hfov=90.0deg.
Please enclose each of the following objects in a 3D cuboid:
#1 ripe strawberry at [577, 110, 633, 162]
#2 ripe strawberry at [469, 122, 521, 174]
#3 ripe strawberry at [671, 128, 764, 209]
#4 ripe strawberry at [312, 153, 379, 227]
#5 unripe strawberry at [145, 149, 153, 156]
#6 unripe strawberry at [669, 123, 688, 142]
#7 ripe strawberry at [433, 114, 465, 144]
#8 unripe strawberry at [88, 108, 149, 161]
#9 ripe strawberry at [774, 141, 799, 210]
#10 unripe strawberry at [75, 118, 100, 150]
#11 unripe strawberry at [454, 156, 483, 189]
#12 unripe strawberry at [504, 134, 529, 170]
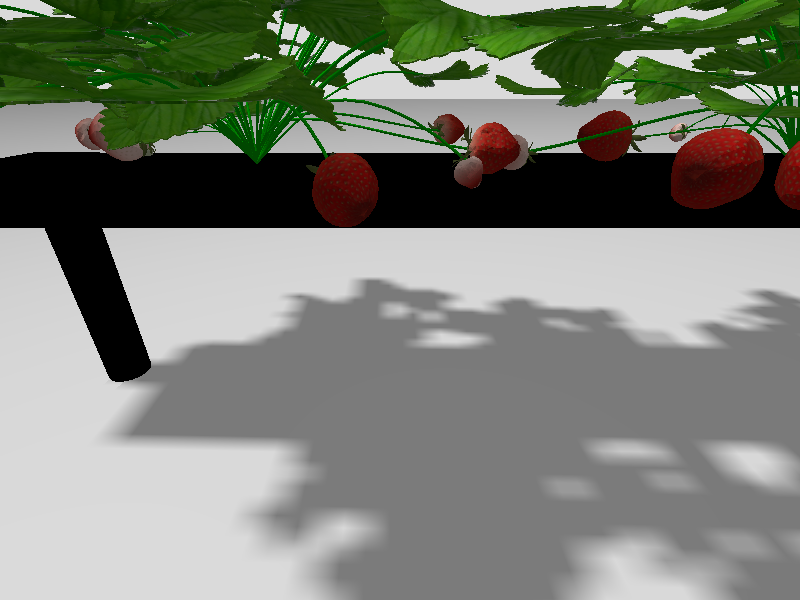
[{"bbox_3d":[0.174,-0.140,0.344,0.042,0.041,0.039,3,28,7],"label":"ripe strawberry"},{"bbox_3d":[0.066,-0.105,0.279,0.035,0.035,0.038,8,29,14],"label":"ripe strawberry"},{"bbox_3d":[0.159,-0.066,0.205,0.041,0.040,0.038,-21,35,-33],"label":"ripe strawberry"},{"bbox_3d":[-0.023,-0.048,0.180,0.030,0.032,0.033,-15,50,-26],"label":"ripe strawberry"},{"bbox_3d":[-0.236,-0.139,0.372,0.011,0.011,0.011,-25,15,31],"label":"unripe strawberry"},{"bbox_3d":[0.316,-0.190,0.454,0.017,0.020,0.019,-3,8,-5],"label":"unripe strawberry"},{"bbox_3d":[0.053,-0.182,0.427,0.031,0.031,0.034,-16,32,-29],"label":"ripe strawberry"},{"bbox_3d":[-0.244,-0.142,0.344,0.045,0.043,0.041,4,28,8],"label":"unripe strawberry"},{"bbox_3d":[0.216,-0.064,0.201,0.039,0.041,0.042,21,35,34],"label":"ripe strawberry"},{"bbox_3d":[-0.307,-0.165,0.397,0.028,0.029,0.025,10,30,20],"label":"unripe strawberry"},{"bbox_3d":[0.043,-0.078,0.247,0.018,0.019,0.021,-25,9,40],"label":"unripe strawberry"},{"bbox_3d":[0.083,-0.112,0.305,0.026,0.026,0.025,-3,28,-5],"label":"unripe strawberry"}]
